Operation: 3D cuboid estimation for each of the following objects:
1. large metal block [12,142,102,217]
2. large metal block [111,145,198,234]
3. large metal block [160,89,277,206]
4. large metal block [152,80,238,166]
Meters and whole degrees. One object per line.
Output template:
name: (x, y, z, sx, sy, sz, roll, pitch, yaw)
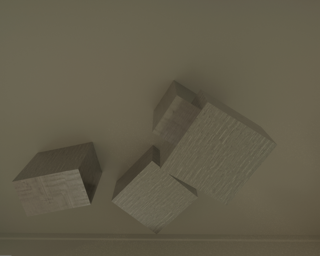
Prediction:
large metal block: (-0.128, 0.064, 0.404, 0.080, 0.080, 0.050, -11, 110, 4)
large metal block: (-0.007, 0.085, 0.429, 0.080, 0.050, 0.080, 40, 105, -14)
large metal block: (0.056, 0.019, 0.320, 0.080, 0.050, 0.080, 30, 107, -11)
large metal block: (0.039, -0.009, 0.379, 0.080, 0.080, 0.050, 30, 107, -11)
